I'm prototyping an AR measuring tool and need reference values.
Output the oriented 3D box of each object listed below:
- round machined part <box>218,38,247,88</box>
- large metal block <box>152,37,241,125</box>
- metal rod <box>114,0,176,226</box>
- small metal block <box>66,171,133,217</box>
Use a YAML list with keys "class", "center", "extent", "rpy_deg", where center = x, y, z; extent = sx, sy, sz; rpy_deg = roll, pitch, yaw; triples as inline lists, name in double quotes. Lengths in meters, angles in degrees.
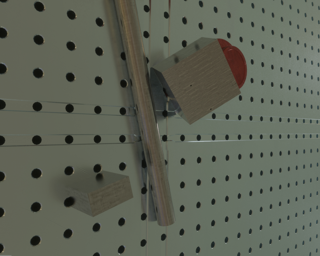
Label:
- class: "round machined part"
  center: [0.099, -0.091, 0.484]
  extent: [0.099, 0.042, 0.097]
  rpy_deg: [0, 90, -40]
- class: "large metal block"
  center: [0.048, -0.064, 0.414]
  extent: [0.080, 0.050, 0.080]
  rpy_deg: [-32, 114, -3]
- class: "metal rod"
  center: [-0.017, -0.018, 0.396]
  extent: [0.025, 0.025, 0.298]
  rpy_deg: [-18, 101, -39]
- class: "small metal block"
  center: [-0.066, 0.070, 0.339]
  extent: [0.050, 0.050, 0.025]
  rpy_deg: [-18, 102, -39]
